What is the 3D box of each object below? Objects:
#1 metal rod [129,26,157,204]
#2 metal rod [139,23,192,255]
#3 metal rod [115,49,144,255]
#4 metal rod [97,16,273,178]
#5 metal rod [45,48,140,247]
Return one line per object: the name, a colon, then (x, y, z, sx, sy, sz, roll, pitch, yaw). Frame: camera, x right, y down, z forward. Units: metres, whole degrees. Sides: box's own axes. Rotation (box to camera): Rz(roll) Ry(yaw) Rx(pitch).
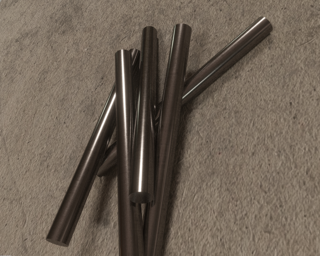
metal rod: (-0.018, -0.043, 0.409, 0.025, 0.025, 0.300, -16, 46, 18)
metal rod: (0.009, 0.005, 0.371, 0.025, 0.025, 0.299, -1, 68, 27)
metal rod: (-0.040, 0.019, 0.374, 0.025, 0.025, 0.299, -18, 56, 17)
metal rod: (0.028, -0.041, 0.413, 0.300, 0.025, 0.025, -41, 51, 0)
metal rod: (-0.074, 0.002, 0.412, 0.025, 0.025, 0.300, -3, 52, 26)
